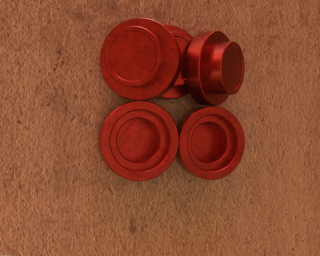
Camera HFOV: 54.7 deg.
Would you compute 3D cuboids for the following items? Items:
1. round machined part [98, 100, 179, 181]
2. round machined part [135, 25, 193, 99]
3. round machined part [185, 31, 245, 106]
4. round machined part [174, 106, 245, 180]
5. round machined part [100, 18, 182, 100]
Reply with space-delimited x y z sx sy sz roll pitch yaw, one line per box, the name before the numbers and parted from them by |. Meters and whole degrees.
round machined part | -0.030 0.015 0.391 0.099 0.042 0.097 0 90 -21
round machined part | 0.014 -0.087 0.407 0.099 0.042 0.097 0 90 -21
round machined part | 0.078 -0.078 0.408 0.099 0.042 0.097 -11 104 -50
round machined part | 0.063 0.019 0.426 0.099 0.042 0.097 0 90 -21
round machined part | -0.026 -0.082 0.367 0.098 0.042 0.097 1 93 13
